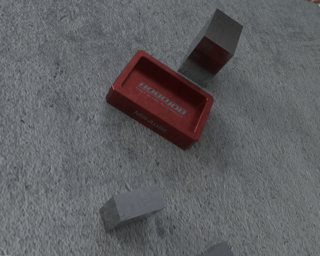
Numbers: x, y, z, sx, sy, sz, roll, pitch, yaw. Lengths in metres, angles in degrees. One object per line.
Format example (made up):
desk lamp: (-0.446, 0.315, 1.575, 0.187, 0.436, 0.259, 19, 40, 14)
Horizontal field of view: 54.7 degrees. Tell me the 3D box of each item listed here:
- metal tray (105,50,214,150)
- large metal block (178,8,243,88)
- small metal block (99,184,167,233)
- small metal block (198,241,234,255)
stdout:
metal tray: (0.004, -0.040, 0.426, 0.130, 0.030, 0.090, 32, 51, -8)
large metal block: (0.079, -0.125, 0.487, 0.050, 0.080, 0.080, 31, 52, -8)
small metal block: (-0.029, 0.083, 0.321, 0.050, 0.050, 0.025, -9, 67, -32)
small metal block: (0.061, 0.161, 0.339, 0.050, 0.025, 0.050, -18, 71, -35)
